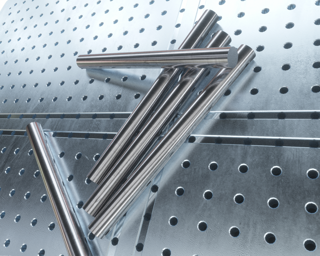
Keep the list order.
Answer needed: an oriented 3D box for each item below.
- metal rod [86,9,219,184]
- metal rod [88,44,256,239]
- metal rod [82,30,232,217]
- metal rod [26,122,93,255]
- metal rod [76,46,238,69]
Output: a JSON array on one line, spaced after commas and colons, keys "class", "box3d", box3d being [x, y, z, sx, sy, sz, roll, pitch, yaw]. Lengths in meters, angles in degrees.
[{"class": "metal rod", "box3d": [-0.004, -0.050, 0.442, 0.025, 0.025, 0.300, 26, 75, 37]}, {"class": "metal rod", "box3d": [0.020, 0.012, 0.391, 0.025, 0.025, 0.300, 35, 81, 38]}, {"class": "metal rod", "box3d": [0.001, -0.012, 0.415, 0.025, 0.025, 0.300, 30, 78, 37]}, {"class": "metal rod", "box3d": [-0.140, 0.091, 0.427, 0.025, 0.025, 0.300, -39, 51, 2]}, {"class": "metal rod", "box3d": [-0.027, -0.101, 0.459, 0.300, 0.025, 0.025, 9, 66, 41]}]
